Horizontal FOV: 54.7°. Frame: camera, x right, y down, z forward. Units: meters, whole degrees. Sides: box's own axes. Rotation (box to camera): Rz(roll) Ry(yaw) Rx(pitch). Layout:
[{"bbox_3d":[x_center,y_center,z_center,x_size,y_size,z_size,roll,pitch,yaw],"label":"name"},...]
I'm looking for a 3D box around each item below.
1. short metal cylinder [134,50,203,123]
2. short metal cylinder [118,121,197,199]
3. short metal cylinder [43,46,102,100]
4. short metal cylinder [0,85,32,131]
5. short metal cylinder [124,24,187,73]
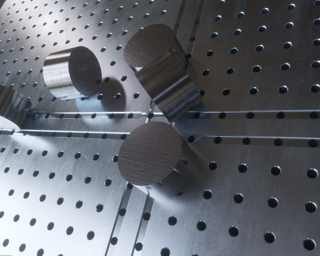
[{"bbox_3d":[0.012,-0.052,0.399,0.050,0.080,0.080,-36,51,4],"label":"short metal cylinder"},{"bbox_3d":[-0.003,0.039,0.370,0.080,0.050,0.080,-13,56,21],"label":"short metal cylinder"},{"bbox_3d":[-0.139,-0.087,0.500,0.050,0.080,0.080,-4,60,26],"label":"short metal cylinder"},{"bbox_3d":[-0.273,-0.034,0.537,0.080,0.080,0.050,2,63,29],"label":"short metal cylinder"},{"bbox_3d":[-0.006,-0.107,0.461,0.080,0.050,0.080,-13,56,21],"label":"short metal cylinder"}]
